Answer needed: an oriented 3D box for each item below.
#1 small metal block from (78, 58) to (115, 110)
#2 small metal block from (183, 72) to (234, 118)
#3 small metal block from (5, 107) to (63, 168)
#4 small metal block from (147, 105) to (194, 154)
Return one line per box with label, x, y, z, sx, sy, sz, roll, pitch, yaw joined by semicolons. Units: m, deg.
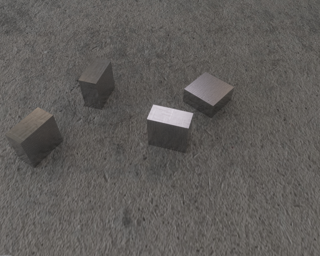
small metal block;-0.088;-0.062;0.439;0.025;0.050;0.050;13;51;11
small metal block;0.069;-0.048;0.444;0.050;0.025;0.050;35;58;25
small metal block;-0.150;0.012;0.376;0.025;0.050;0.050;26;55;20
small metal block;0.012;0.002;0.385;0.050;0.050;0.025;13;51;10
